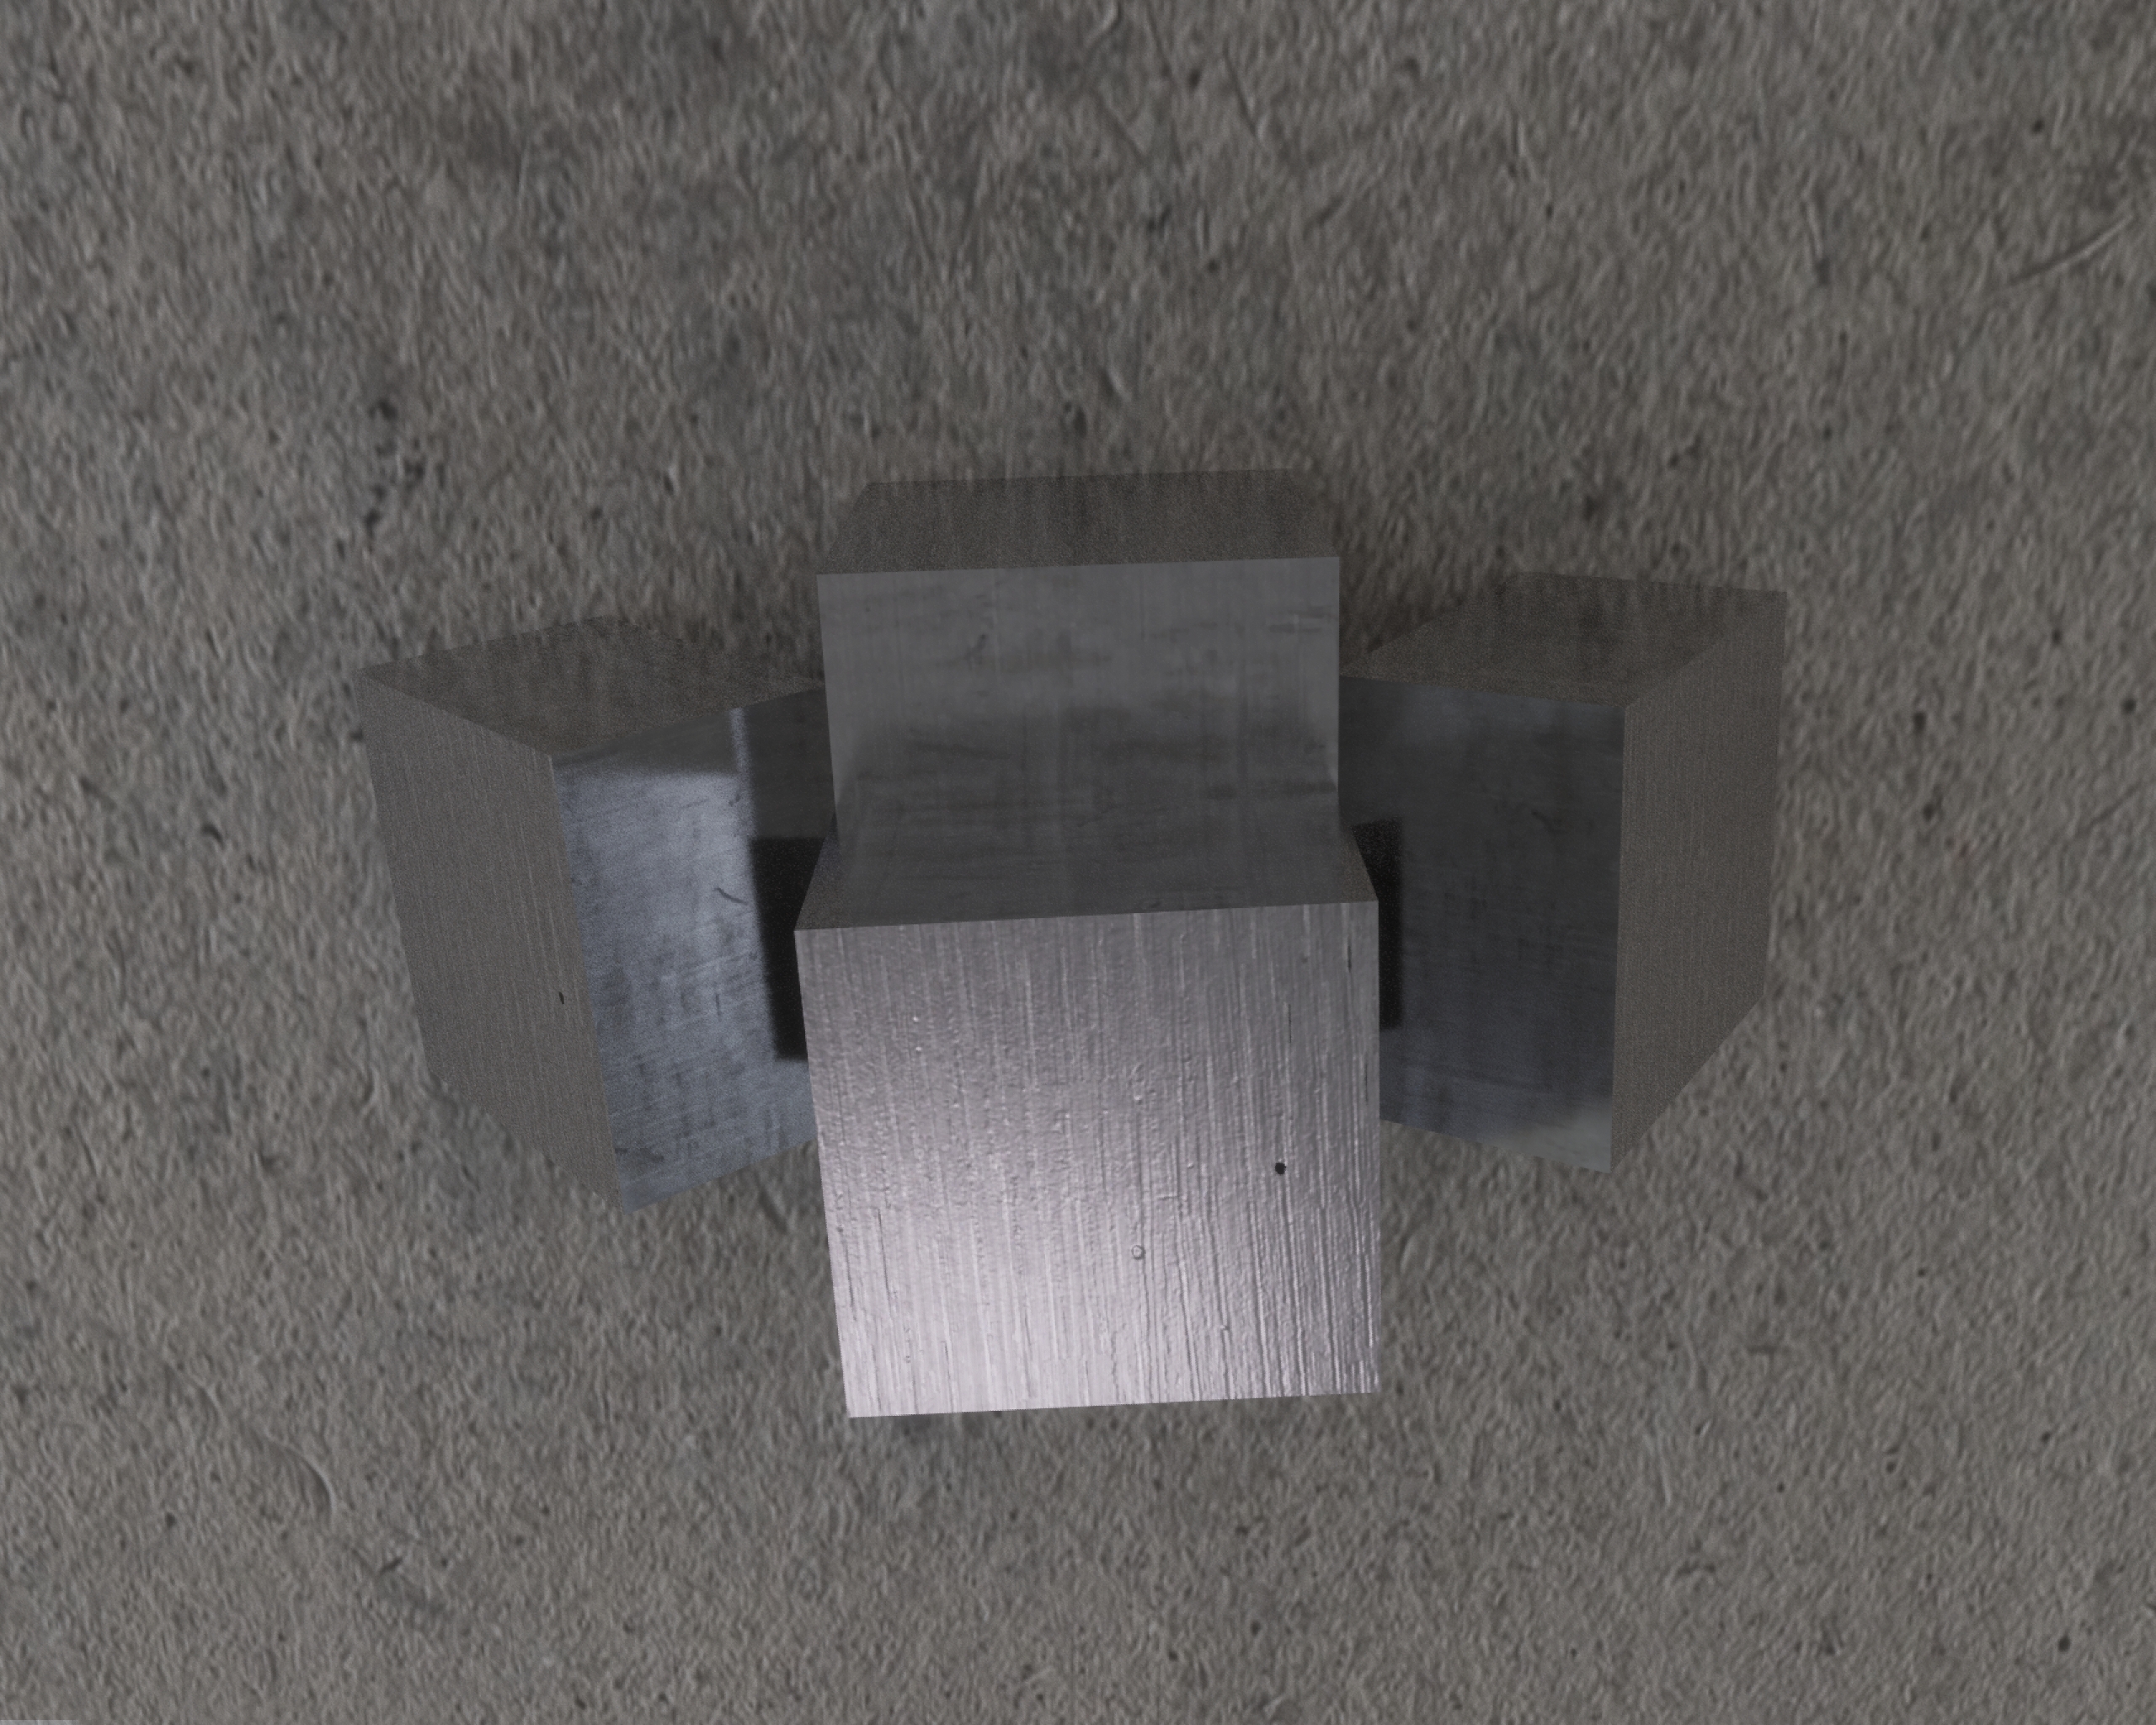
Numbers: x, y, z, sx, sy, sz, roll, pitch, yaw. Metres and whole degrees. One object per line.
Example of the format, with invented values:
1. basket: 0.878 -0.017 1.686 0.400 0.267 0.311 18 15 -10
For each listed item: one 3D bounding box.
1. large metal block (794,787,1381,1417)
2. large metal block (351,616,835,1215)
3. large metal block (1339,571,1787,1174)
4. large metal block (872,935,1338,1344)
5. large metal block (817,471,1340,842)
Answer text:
1. large metal block: 0.003 0.036 0.324 0.080 0.050 0.079 -3 110 1
2. large metal block: -0.083 0.005 0.374 0.050 0.080 0.079 -19 115 -35
3. large metal block: 0.087 -0.003 0.372 0.050 0.081 0.079 10 114 33
4. large metal block: 0.005 0.049 0.398 0.080 0.080 0.050 -3 110 1
5. large metal block: 0.001 -0.036 0.367 0.080 0.080 0.050 -2 110 0
